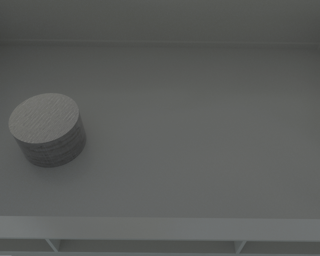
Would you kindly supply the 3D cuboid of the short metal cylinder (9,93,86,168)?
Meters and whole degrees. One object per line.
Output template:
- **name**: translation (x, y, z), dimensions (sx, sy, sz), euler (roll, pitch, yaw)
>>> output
- **short metal cylinder**: translation (-0.137, 0.002, 0.385), dimensions (0.081, 0.050, 0.080), euler (0, 50, 0)
